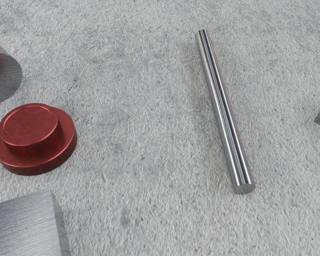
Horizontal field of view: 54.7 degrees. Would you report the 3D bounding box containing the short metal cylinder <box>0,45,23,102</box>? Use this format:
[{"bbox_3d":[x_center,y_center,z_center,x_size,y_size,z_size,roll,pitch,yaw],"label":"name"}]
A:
[{"bbox_3d":[-0.243,-0.079,0.431,0.080,0.080,0.050,-36,59,-26],"label":"short metal cylinder"}]

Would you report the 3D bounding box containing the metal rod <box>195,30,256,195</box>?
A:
[{"bbox_3d":[0.084,-0.046,0.442,0.025,0.025,0.300,-3,50,-3],"label":"metal rod"}]

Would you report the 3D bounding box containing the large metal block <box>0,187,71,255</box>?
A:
[{"bbox_3d":[-0.132,0.114,0.290,0.081,0.050,0.080,-16,52,-14],"label":"large metal block"}]

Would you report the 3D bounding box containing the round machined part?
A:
[{"bbox_3d":[-0.157,0.007,0.385,0.099,0.042,0.098,0,50,0],"label":"round machined part"}]

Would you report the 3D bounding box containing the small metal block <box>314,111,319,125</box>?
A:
[{"bbox_3d":[0.249,-0.017,0.421,0.050,0.025,0.050,37,59,26],"label":"small metal block"}]
